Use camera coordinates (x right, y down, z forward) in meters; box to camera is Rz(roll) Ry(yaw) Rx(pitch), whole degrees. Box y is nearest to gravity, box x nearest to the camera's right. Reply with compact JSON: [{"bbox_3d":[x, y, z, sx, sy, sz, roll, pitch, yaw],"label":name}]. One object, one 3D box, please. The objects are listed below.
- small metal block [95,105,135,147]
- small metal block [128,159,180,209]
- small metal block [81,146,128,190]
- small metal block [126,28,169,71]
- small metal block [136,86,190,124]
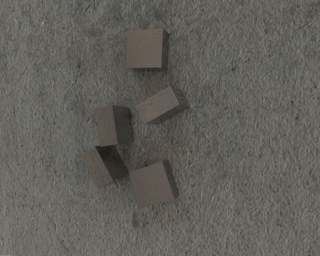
[{"bbox_3d":[-0.060,-0.002,0.417,0.025,0.050,0.050,-10,87,20],"label":"small metal block"},{"bbox_3d":[-0.008,0.074,0.412,0.050,0.025,0.050,-20,84,19],"label":"small metal block"},{"bbox_3d":[-0.073,0.051,0.421,0.025,0.050,0.050,-33,80,17],"label":"small metal block"},{"bbox_3d":[-0.016,-0.103,0.415,0.050,0.025,0.050,3,91,20],"label":"small metal block"},{"bbox_3d":[0.005,-0.027,0.394,0.050,0.050,0.025,-29,81,18],"label":"small metal block"}]
